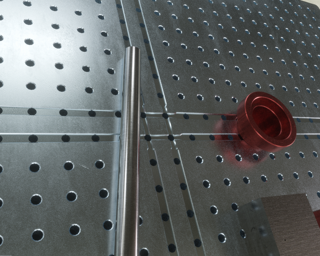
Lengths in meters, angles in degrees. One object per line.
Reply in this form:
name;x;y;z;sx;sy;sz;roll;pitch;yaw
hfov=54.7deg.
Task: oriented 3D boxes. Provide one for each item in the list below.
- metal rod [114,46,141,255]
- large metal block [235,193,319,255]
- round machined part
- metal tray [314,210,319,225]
metal rod;-0.036;0.018;0.377;0.025;0.025;0.299;12;57;-22
large metal block;0.155;0.132;0.395;0.081;0.050;0.080;2;61;-27
round machined part;0.161;-0.006;0.487;0.099;0.042;0.098;14;56;-21
metal tray;0.272;0.182;0.440;0.131;0.030;0.090;27;52;-11
